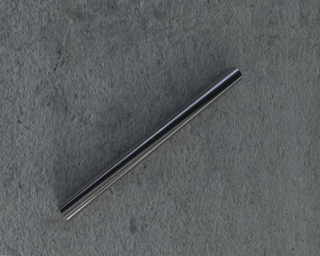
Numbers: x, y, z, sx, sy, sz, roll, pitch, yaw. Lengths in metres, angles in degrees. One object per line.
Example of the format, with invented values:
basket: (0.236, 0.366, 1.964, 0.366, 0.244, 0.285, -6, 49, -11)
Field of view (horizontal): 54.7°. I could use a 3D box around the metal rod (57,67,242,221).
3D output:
metal rod: (-0.002, 0.011, 0.411, 0.301, 0.025, 0.025, -39, 103, -16)
